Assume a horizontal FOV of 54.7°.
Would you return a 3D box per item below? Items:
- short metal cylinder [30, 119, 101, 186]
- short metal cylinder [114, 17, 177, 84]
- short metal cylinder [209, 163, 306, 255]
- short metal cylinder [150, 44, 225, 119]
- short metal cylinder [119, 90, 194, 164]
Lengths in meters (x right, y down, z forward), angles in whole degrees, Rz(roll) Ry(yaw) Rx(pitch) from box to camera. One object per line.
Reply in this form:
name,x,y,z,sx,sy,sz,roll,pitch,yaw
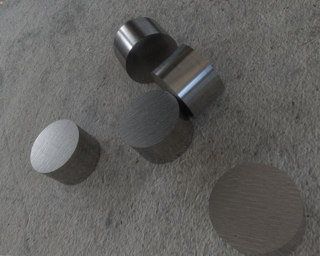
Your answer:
short metal cylinder,-0.132,0.035,0.436,0.080,0.050,0.080,-13,56,21
short metal cylinder,-0.021,-0.111,0.448,0.080,0.080,0.050,-37,51,4
short metal cylinder,0.092,0.079,0.291,0.080,0.050,0.080,-13,56,21
short metal cylinder,0.034,-0.057,0.386,0.050,0.080,0.080,-44,51,-1
short metal cylinder,-0.004,-0.001,0.391,0.080,0.050,0.080,-13,56,21
